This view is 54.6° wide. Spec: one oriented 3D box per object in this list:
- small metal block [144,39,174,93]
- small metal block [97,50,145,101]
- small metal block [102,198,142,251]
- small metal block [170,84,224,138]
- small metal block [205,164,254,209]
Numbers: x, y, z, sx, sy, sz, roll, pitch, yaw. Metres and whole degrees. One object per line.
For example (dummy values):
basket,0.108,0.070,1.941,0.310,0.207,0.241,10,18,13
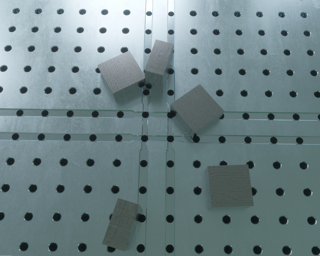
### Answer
small metal block,-0.001,-0.085,0.430,0.025,0.050,0.050,16,71,6
small metal block,-0.053,-0.074,0.439,0.050,0.025,0.050,-27,72,-10
small metal block,-0.042,0.112,0.357,0.025,0.050,0.050,16,71,6
small metal block,0.049,-0.023,0.420,0.050,0.025,0.050,-35,74,-12
small metal block,0.085,0.073,0.385,0.050,0.025,0.050,-2,70,-1
